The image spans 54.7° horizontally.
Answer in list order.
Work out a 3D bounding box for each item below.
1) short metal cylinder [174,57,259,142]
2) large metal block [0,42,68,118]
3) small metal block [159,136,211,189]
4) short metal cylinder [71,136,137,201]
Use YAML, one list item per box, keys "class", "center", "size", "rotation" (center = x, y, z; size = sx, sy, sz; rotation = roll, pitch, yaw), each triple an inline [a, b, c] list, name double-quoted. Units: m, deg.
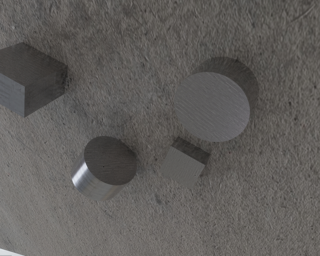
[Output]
- class: "short metal cylinder"
  center: [0.062, -0.032, 0.338]
  size: [0.080, 0.050, 0.079]
  rotation: [13, 124, 21]
- class: "large metal block"
  center: [-0.189, -0.069, 0.428]
  size: [0.080, 0.080, 0.050]
  rotation: [28, 128, 10]
- class: "small metal block"
  center: [0.033, 0.047, 0.418]
  size: [0.050, 0.025, 0.050]
  rotation: [29, 128, 9]
- class: "short metal cylinder"
  center: [-0.081, 0.058, 0.450]
  size: [0.080, 0.080, 0.050]
  rotation: [42, 129, -1]
